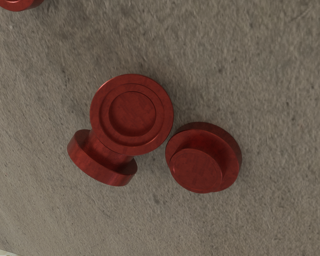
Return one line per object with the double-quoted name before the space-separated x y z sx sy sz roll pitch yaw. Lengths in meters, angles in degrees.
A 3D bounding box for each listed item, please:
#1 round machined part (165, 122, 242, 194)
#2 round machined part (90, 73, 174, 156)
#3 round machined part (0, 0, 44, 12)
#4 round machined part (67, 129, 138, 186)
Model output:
"round machined part" 0.051 0.045 0.396 0.098 0.042 0.097 13 124 20
"round machined part" -0.033 -0.018 0.382 0.099 0.042 0.097 0 101 -1
"round machined part" -0.168 -0.192 0.364 0.098 0.042 0.097 13 124 20
"round machined part" -0.071 0.031 0.421 0.098 0.098 0.042 36 104 3
